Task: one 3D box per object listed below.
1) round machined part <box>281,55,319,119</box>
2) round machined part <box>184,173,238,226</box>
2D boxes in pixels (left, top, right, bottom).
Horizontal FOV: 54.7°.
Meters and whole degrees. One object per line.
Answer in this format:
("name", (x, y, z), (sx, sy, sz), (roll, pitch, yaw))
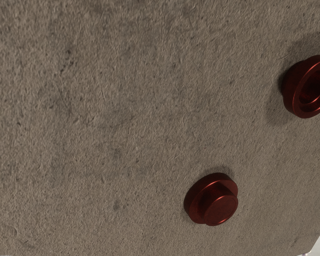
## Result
("round machined part", (0.230, -0.067, 0.483), (0.099, 0.042, 0.097), (-14, 125, -21))
("round machined part", (0.094, 0.128, 0.529), (0.099, 0.042, 0.097), (-14, 125, -21))
